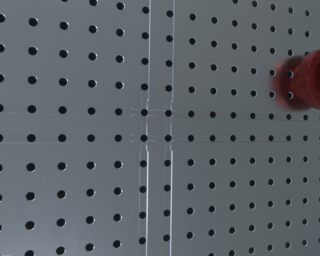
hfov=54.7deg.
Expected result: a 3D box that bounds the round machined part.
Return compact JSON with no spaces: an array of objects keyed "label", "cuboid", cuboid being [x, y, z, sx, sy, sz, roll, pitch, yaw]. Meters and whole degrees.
[{"label":"round machined part","cuboid":[0.260,-0.077,0.499,0.099,0.042,0.097,0,90,-20]}]
